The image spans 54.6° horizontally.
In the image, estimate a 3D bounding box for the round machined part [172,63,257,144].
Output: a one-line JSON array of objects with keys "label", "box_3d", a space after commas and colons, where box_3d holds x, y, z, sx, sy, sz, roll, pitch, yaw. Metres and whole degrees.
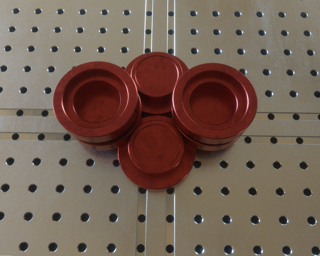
[{"label": "round machined part", "box_3d": [0.064, -0.026, 0.378, 0.099, 0.042, 0.098, 0, 70, 0]}]

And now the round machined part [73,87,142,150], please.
[{"label": "round machined part", "box_3d": [-0.072, -0.017, 0.408, 0.099, 0.042, 0.098, 0, 70, 0]}]

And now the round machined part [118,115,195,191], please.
[{"label": "round machined part", "box_3d": [-0.004, 0.029, 0.392, 0.099, 0.042, 0.098, 0, 70, 0]}]

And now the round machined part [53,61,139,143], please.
[{"label": "round machined part", "box_3d": [-0.075, -0.028, 0.378, 0.099, 0.042, 0.098, 0, 70, 0]}]

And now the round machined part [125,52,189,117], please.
[{"label": "round machined part", "box_3d": [-0.004, -0.064, 0.426, 0.099, 0.042, 0.098, 0, 70, 0]}]

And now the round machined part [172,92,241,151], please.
[{"label": "round machined part", "box_3d": [0.064, -0.017, 0.409, 0.099, 0.042, 0.098, 0, 70, 0]}]
